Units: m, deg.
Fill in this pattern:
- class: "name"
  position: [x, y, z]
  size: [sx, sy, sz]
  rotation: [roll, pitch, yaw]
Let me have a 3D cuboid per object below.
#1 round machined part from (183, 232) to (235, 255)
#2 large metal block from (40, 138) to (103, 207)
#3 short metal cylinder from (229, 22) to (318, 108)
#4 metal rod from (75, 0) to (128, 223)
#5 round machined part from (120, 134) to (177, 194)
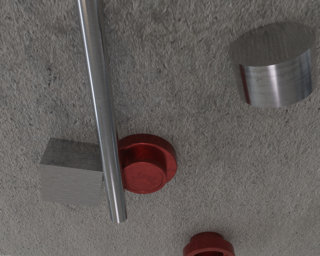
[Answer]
- class: "round machined part"
  position: [0.093, 0.237, 0.599]
  size: [0.099, 0.042, 0.097]
  rotation: [0, 130, 0]
- class: "large metal block"
  position: [-0.122, 0.065, 0.445]
  size: [0.081, 0.050, 0.079]
  rotation: [9, 130, -8]
- class: "short metal cylinder"
  position: [0.116, -0.065, 0.317]
  size: [0.080, 0.080, 0.050]
  rotation: [-16, 129, 12]
- class: "metal rod"
  position: [-0.064, -0.002, 0.371]
  size: [0.025, 0.025, 0.298]
  rotation: [-2, 120, 1]
- class: "round machined part"
  position: [-0.024, 0.058, 0.445]
  size: [0.099, 0.042, 0.097]
  rotation: [0, 130, 0]
